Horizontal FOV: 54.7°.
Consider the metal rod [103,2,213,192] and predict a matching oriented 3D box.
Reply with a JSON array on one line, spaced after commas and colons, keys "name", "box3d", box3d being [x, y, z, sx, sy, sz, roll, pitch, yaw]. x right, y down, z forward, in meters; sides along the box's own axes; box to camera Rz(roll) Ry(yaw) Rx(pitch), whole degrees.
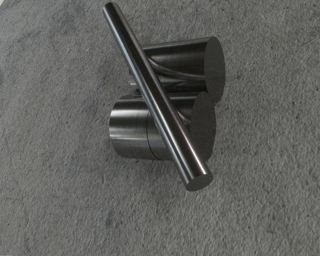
[{"name": "metal rod", "box3d": [-0.018, -0.061, 0.349, 0.025, 0.025, 0.300, -32, 52, 8]}]

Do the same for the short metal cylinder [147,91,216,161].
[{"name": "short metal cylinder", "box3d": [0.028, -0.001, 0.357, 0.050, 0.080, 0.080, 1, 62, 29]}]

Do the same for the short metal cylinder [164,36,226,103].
[{"name": "short metal cylinder", "box3d": [0.046, -0.071, 0.390, 0.050, 0.080, 0.080, 1, 62, 29]}]

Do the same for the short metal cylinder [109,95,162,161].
[{"name": "short metal cylinder", "box3d": [-0.017, -0.001, 0.380, 0.050, 0.080, 0.080, 1, 62, 29]}]

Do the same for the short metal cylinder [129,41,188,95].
[{"name": "short metal cylinder", "box3d": [0.002, -0.072, 0.414, 0.050, 0.080, 0.080, 1, 62, 29]}]
